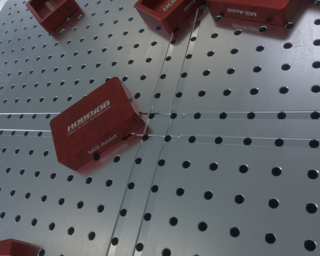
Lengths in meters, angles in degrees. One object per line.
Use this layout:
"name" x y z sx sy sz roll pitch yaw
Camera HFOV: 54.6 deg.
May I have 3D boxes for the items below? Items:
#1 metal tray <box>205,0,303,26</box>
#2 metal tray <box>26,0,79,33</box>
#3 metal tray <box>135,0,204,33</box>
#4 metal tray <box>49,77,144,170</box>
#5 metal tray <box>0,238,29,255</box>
"metal tray" 0.143 -0.202 0.454 0.130 0.030 0.090 26 76 37
"metal tray" -0.248 -0.280 0.709 0.090 0.030 0.130 -42 51 -1
"metal tray" 0.031 -0.230 0.531 0.130 0.030 0.090 -45 51 -3
"metal tray" -0.098 -0.008 0.463 0.130 0.030 0.090 -33 51 6
"metal tray" -0.220 0.215 0.390 0.090 0.030 0.130 -18 55 18
